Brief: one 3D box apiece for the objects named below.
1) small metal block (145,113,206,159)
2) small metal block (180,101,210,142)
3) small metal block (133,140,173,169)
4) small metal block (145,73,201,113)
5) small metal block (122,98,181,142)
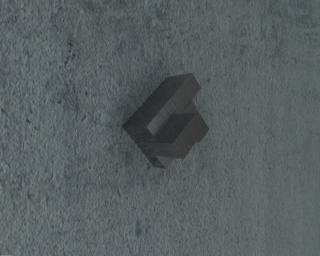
[{"bbox_3d":[0.018,0.009,0.375,0.050,0.050,0.025,-51,121,-28],"label":"small metal block"},{"bbox_3d":[0.030,-0.008,0.417,0.025,0.050,0.050,-51,120,-28],"label":"small metal block"},{"bbox_3d":[0.001,0.018,0.409,0.050,0.025,0.050,-50,120,-28],"label":"small metal block"},{"bbox_3d":[0.017,-0.044,0.406,0.050,0.050,0.025,-51,121,-28],"label":"small metal block"},{"bbox_3d":[-0.011,-0.010,0.382,0.050,0.050,0.025,-51,121,-28],"label":"small metal block"}]
